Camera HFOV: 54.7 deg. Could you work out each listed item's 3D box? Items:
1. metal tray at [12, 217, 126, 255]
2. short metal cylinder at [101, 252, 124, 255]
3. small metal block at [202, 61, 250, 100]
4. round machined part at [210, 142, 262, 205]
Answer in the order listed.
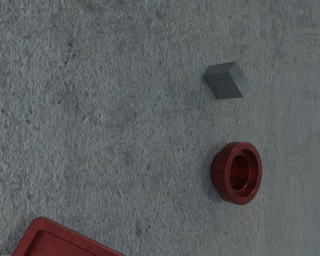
[{"bbox_3d":[-0.080,0.152,0.292,0.131,0.030,0.090,27,70,-2],"label":"metal tray"},{"bbox_3d":[-0.050,0.187,0.349,0.081,0.050,0.079,0,90,-40],"label":"short metal cylinder"},{"bbox_3d":[0.102,-0.072,0.476,0.050,0.050,0.025,52,60,-28],"label":"small metal block"},{"bbox_3d":[0.118,0.071,0.496,0.099,0.042,0.097,0,90,-40],"label":"round machined part"}]
